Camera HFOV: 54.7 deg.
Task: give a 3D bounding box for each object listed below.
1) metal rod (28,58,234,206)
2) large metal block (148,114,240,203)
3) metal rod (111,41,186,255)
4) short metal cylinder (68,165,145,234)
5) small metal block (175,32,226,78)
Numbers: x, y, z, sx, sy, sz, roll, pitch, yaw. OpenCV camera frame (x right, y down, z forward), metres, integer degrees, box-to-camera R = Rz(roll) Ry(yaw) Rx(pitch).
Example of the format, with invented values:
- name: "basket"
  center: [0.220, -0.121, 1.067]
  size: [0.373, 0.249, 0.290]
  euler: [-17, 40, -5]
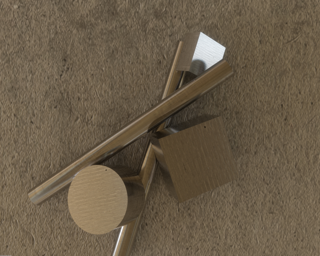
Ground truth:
- name: "metal rod"
  center: [-0.041, 0.009, 0.393]
  size: [0.300, 0.025, 0.025]
  euler: [-34, 90, 6]
- name: "large metal block"
  center: [0.041, 0.034, 0.384]
  size: [0.081, 0.050, 0.080]
  euler: [-20, 99, -13]
- name: "metal rod"
  center: [-0.010, 0.033, 0.410]
  size: [0.025, 0.025, 0.298]
  euler: [17, 90, 0]
- name: "short metal cylinder"
  center: [-0.065, 0.086, 0.385]
  size: [0.080, 0.050, 0.080]
  euler: [-2, 83, 20]
- name: "small metal block"
  center: [0.053, -0.089, 0.399]
  size: [0.050, 0.025, 0.050]
  euler: [17, 90, -40]
